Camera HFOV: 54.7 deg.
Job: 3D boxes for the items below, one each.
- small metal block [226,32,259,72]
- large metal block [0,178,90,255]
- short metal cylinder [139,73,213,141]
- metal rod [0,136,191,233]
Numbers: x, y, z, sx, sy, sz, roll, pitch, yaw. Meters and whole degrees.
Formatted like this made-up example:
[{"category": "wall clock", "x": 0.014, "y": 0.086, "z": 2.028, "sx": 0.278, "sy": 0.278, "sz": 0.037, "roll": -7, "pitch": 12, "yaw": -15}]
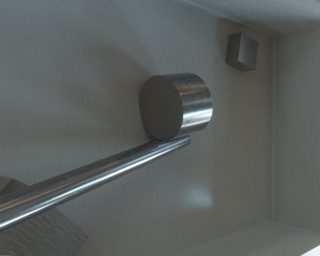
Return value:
[{"category": "small metal block", "x": 0.140, "y": -0.128, "z": 0.527, "sx": 0.050, "sy": 0.025, "sz": 0.050, "roll": 14, "pitch": 81, "yaw": -39}, {"category": "large metal block", "x": -0.128, "y": 0.106, "z": 0.284, "sx": 0.080, "sy": 0.050, "sz": 0.080, "roll": -53, "pitch": 121, "yaw": -27}, {"category": "short metal cylinder", "x": 0.018, "y": -0.028, "z": 0.388, "sx": 0.050, "sy": 0.080, "sz": 0.079, "roll": -13, "pitch": 99, "yaw": -40}, {"category": "metal rod", "x": -0.055, "y": 0.043, "z": 0.318, "sx": 0.302, "sy": 0.025, "sz": 0.025, "roll": -18, "pitch": 102, "yaw": -52}]
